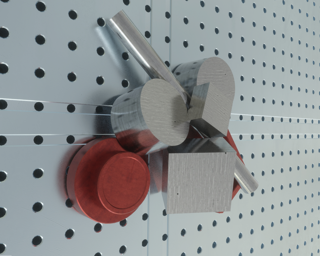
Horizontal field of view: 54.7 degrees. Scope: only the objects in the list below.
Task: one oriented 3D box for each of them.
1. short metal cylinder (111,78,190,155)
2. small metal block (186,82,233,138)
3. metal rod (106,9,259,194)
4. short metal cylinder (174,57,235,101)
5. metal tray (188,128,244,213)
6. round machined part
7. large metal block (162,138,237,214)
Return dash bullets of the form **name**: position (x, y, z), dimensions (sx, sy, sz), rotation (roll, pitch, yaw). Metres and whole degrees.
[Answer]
- **short metal cylinder**: position (-0.010, -0.012, 0.365), dimensions (0.080, 0.050, 0.080), rotation (22, 58, -41)
- **small metal block**: position (0.063, -0.021, 0.389), dimensions (0.050, 0.025, 0.050), rotation (33, 62, -35)
- **metal rod**: position (0.040, -0.022, 0.406), dimensions (0.300, 0.025, 0.025), rotation (49, 60, -18)
- **short metal cylinder**: position (0.062, -0.057, 0.441), dimensions (0.081, 0.050, 0.079), rotation (0, 90, -40)
- **metal tray**: position (0.080, 0.052, 0.468), dimensions (0.090, 0.030, 0.130), rotation (-44, 117, -31)
- **round machined part**: position (-0.050, 0.059, 0.351), dimensions (0.099, 0.042, 0.097), rotation (0, 90, -40)
- **large metal block**: position (0.046, 0.059, 0.393), dimensions (0.081, 0.050, 0.079), rotation (-1, 107, -7)
